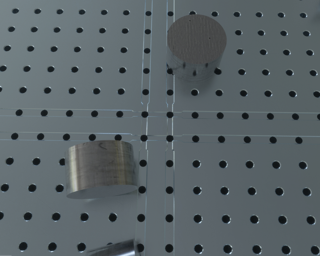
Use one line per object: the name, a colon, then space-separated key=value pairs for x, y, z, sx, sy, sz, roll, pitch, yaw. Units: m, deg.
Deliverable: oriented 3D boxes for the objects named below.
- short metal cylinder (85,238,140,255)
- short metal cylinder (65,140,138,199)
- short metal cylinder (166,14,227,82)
short metal cylinder: x=-0.043 y=0.162 z=0.323 sx=0.050 sy=0.080 sz=0.080 roll=-13 pitch=71 yaw=-5
short metal cylinder: x=-0.069 y=0.051 z=0.363 sx=0.081 sy=0.080 sz=0.050 roll=-8 pitch=70 yaw=-3
short metal cylinder: x=0.050 y=-0.112 z=0.440 sx=0.081 sy=0.050 sz=0.080 roll=0 pitch=70 yaw=0
